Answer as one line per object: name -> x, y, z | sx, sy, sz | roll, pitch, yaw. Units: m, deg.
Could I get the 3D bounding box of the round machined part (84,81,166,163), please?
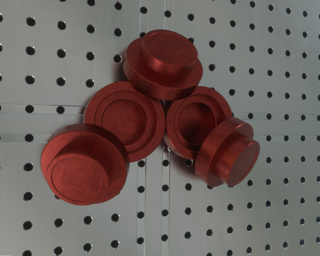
round machined part -> -0.046, -0.007, 0.386 | 0.099, 0.042, 0.097 | 0, 90, -21

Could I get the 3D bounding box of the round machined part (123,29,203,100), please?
round machined part -> 0.007, -0.083, 0.380 | 0.099, 0.042, 0.098 | 11, 49, -12

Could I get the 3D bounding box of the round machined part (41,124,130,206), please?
round machined part -> -0.086, 0.048, 0.348 | 0.099, 0.042, 0.097 | 2, 115, 4

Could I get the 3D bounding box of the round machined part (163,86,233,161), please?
round machined part -> 0.046, -0.006, 0.422 | 0.099, 0.042, 0.097 | 0, 90, -21

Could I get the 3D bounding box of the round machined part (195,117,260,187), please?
round machined part -> 0.095, 0.038, 0.412 | 0.099, 0.042, 0.097 | -29, 136, -32
